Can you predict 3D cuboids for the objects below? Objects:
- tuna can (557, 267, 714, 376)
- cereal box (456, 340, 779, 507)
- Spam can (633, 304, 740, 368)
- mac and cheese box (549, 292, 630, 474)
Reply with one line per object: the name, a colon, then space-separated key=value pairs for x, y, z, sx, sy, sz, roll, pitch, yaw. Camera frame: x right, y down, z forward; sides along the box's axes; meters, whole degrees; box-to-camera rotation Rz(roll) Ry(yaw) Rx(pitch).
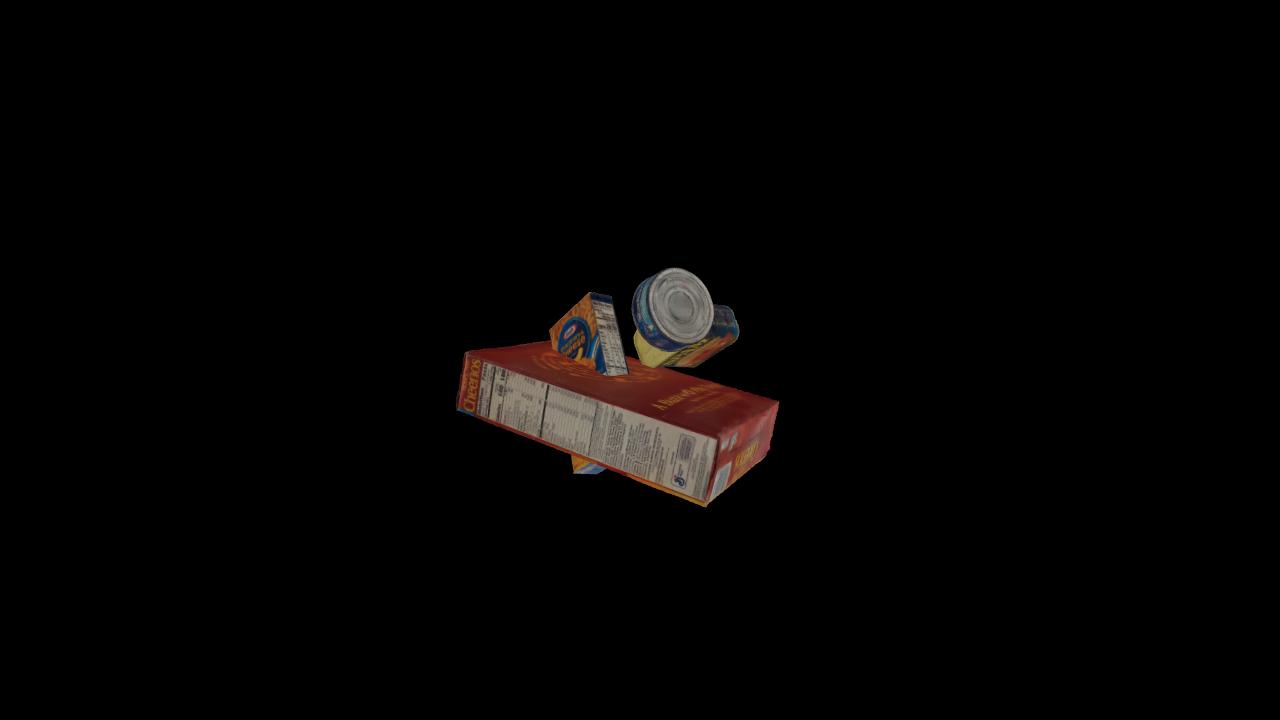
tuna can: x=0.035 y=-0.052 z=0.637 sx=0.084 sy=0.084 sz=0.034 roll=0 pitch=-11 yaw=-30
cereal box: x=-0.021 y=0.052 z=0.690 sx=0.306 sy=0.081 sz=0.203 roll=16 pitch=13 yaw=25
Spam can: x=0.058 y=-0.030 z=0.754 sx=0.085 sy=0.058 sz=0.101 roll=2 pitch=-28 yaw=-47
mac and cheese box: x=-0.052 y=0.026 z=0.693 sx=0.041 sy=0.184 sz=0.093 roll=8 pitch=-33 yaw=-38
